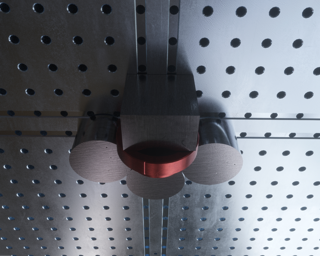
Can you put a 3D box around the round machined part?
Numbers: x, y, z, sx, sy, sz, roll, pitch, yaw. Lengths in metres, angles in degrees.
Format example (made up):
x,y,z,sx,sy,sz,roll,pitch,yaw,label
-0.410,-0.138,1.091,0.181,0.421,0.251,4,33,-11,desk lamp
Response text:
x,y,z,sx,sy,sz,roll,pitch,yaw,label
-0.003,0.023,0.381,0.099,0.098,0.042,1,130,-2,round machined part

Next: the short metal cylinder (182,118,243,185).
x,y,z,sx,sy,sz,roll,pitch,yaw,label
0.068,0.033,0.424,0.081,0.050,0.079,0,130,0,short metal cylinder

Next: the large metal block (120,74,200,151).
x,y,z,sx,sy,sz,roll,pitch,yaw,label
0.000,-0.020,0.358,0.081,0.080,0.050,1,130,-1,large metal block

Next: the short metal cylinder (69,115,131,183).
x,y,z,sx,sy,sz,roll,pitch,yaw,label
-0.077,0.029,0.420,0.081,0.050,0.079,0,130,0,short metal cylinder

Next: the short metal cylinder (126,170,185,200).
x,y,z,sx,sy,sz,roll,pitch,yaw,label
-0.006,0.058,0.445,0.081,0.050,0.079,0,130,0,short metal cylinder
